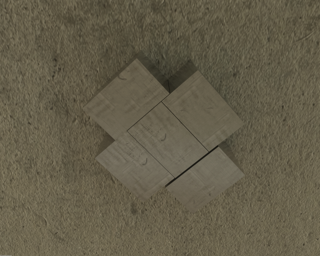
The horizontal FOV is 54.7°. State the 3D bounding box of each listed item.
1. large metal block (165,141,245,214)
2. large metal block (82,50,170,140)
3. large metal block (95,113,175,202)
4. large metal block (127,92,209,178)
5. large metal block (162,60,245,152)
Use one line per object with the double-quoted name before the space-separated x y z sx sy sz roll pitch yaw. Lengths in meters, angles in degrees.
"large metal block" 0.053 0.049 0.401 0.080 0.080 0.050 -40 106 13
"large metal block" -0.037 -0.042 0.366 0.080 0.080 0.050 -40 106 13
"large metal block" -0.029 0.033 0.394 0.050 0.080 0.080 -40 106 13
"large metal block" 0.009 0.001 0.383 0.050 0.080 0.080 -40 106 13
"large metal block" 0.047 -0.030 0.372 0.050 0.080 0.080 -40 106 13
